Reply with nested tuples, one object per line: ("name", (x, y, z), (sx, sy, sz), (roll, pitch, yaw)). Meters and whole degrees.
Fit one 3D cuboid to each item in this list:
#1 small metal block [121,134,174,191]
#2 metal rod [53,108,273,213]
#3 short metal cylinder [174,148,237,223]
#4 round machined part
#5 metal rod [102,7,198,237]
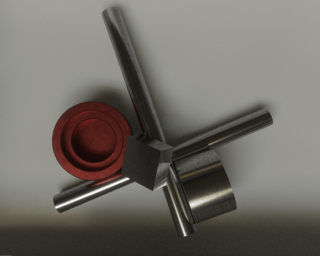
("small metal block", (-0.016, 0.039, 0.369), (0.050, 0.025, 0.050), (21, 109, 32))
("metal rod", (0.005, 0.043, 0.410), (0.301, 0.025, 0.025), (-23, 90, -1))
("short metal cylinder", (0.054, 0.071, 0.383), (0.050, 0.080, 0.080), (-20, 90, 0))
("round machined part", (-0.084, 0.016, 0.401), (0.099, 0.042, 0.097), (0, 90, -1))
("metal rod", (-0.015, -0.013, 0.392), (0.025, 0.025, 0.299), (-19, 83, 0))
